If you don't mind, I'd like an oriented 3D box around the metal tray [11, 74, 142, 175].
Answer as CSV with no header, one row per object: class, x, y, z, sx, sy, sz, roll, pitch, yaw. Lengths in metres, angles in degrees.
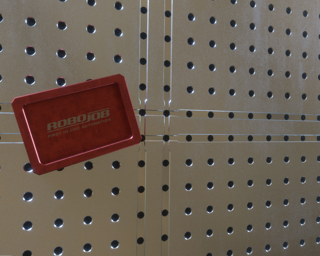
metal tray,-0.097,-0.007,0.374,0.131,0.030,0.089,-17,96,-20
